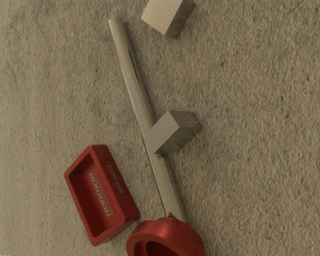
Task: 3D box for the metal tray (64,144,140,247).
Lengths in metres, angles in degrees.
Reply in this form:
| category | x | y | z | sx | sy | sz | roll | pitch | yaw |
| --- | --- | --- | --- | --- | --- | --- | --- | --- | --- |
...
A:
| category | x | y | z | sx | sy | sz | roll | pitch | yaw |
| --- | --- | --- | --- | --- | --- | --- | --- | --- | --- |
| metal tray | -0.093 | 0.101 | 0.475 | 0.090 | 0.030 | 0.130 | -44 | 64 | 30 |

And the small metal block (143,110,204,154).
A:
| category | x | y | z | sx | sy | sz | roll | pitch | yaw |
| --- | --- | --- | --- | --- | --- | --- | --- | --- | --- |
| small metal block | 0.016 | 0.005 | 0.374 | 0.050 | 0.050 | 0.025 | -47 | 62 | 29 |

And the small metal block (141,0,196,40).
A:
| category | x | y | z | sx | sy | sz | roll | pitch | yaw |
| --- | --- | --- | --- | --- | --- | --- | --- | --- | --- |
| small metal block | 0.010 | -0.149 | 0.395 | 0.050 | 0.025 | 0.050 | 44 | 116 | 30 |

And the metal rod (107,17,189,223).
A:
| category | x | y | z | sx | sy | sz | roll | pitch | yaw |
| --- | --- | --- | --- | --- | --- | --- | --- | --- | --- |
| metal rod | -0.021 | -0.018 | 0.420 | 0.025 | 0.025 | 0.299 | -28 | 72 | 36 |

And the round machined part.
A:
| category | x | y | z | sx | sy | sz | roll | pitch | yaw |
| --- | --- | --- | --- | --- | --- | --- | --- | --- | --- |
| round machined part | 0.013 | 0.145 | 0.364 | 0.098 | 0.042 | 0.097 | 16 | 127 | 23 |
